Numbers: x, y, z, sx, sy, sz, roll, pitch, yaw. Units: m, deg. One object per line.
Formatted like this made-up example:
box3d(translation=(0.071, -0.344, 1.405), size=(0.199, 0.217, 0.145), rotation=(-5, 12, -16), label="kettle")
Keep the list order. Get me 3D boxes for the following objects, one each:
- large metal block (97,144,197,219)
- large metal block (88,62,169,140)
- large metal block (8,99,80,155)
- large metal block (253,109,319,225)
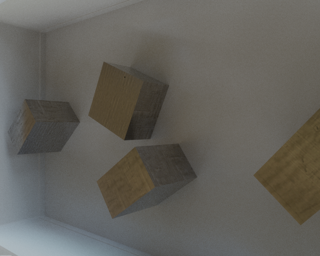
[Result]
box3d(translation=(-0.016, 0.063, 0.382), size=(0.080, 0.081, 0.050), rotation=(-42, 65, 32), label="large metal block")
box3d(translation=(-0.045, -0.037, 0.425), size=(0.080, 0.050, 0.079), rotation=(31, 109, 35), label="large metal block")
box3d(translation=(-0.200, -0.001, 0.532), size=(0.080, 0.081, 0.050), rotation=(-50, 61, 28), label="large metal block")
box3d(translation=(0.138, 0.027, 0.257), size=(0.050, 0.081, 0.080), rotation=(50, 119, 28), label="large metal block")
